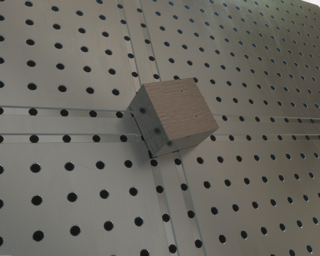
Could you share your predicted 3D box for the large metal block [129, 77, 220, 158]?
[{"bbox_3d":[0.018,-0.016,0.409,0.081,0.050,0.080,-13,69,-33],"label":"large metal block"}]
